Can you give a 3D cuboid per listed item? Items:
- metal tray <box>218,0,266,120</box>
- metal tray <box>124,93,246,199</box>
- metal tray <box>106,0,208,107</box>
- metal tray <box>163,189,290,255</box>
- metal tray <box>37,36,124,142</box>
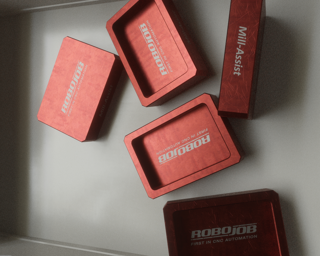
[{"bbox_3d":[0.093,-0.075,0.342,0.030,0.090,0.129,7,92,19],"label":"metal tray"},{"bbox_3d":[0.028,0.024,0.391,0.130,0.030,0.090,-28,81,22],"label":"metal tray"},{"bbox_3d":[-0.007,-0.103,0.398,0.090,0.030,0.130,-30,80,32],"label":"metal tray"},{"bbox_3d":[0.074,0.124,0.357,0.131,0.030,0.090,-8,82,2],"label":"metal tray"},{"bbox_3d":[-0.115,-0.055,0.447,0.090,0.030,0.129,24,98,18],"label":"metal tray"}]
